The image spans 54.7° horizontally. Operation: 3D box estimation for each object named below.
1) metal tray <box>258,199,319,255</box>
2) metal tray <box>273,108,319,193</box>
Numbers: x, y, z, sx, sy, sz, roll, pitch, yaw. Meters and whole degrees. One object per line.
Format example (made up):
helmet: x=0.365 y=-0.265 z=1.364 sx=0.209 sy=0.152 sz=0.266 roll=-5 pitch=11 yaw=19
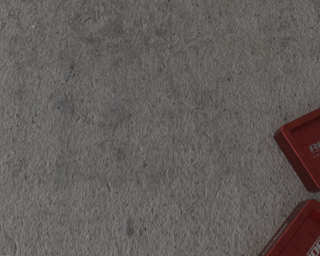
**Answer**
metal tray: x=0.166 y=0.158 z=0.348 sx=0.090 sy=0.030 sz=0.130 roll=41 pitch=75 yaw=13
metal tray: x=0.229 y=0.015 z=0.401 sx=0.131 sy=0.030 sz=0.090 roll=-24 pitch=72 yaw=-9
